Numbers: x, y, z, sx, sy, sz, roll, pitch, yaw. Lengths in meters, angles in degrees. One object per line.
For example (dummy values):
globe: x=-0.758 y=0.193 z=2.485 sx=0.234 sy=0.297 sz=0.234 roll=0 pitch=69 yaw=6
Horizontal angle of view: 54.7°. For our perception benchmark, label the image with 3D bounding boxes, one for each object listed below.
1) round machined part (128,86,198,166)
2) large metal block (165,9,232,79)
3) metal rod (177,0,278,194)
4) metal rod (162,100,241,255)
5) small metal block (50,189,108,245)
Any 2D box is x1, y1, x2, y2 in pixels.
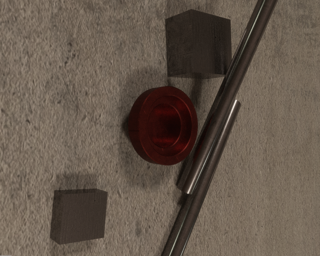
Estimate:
round machined part: x=0.000 y=-0.003 z=0.395 sx=0.099 sy=0.042 sz=0.097 roll=0 pitch=90 yaw=-40
large metal block: x=0.056 y=-0.113 z=0.437 sx=0.081 sy=0.050 sz=0.079 roll=-4 pitch=93 yaw=-40
metal rod: x=0.094 y=-0.049 z=0.430 sx=0.025 sy=0.025 sz=0.299 roll=21 pitch=94 yaw=-39
metal rod: x=0.060 y=0.086 z=0.457 sx=0.025 sy=0.025 sz=0.300 roll=40 pitch=66 yaw=-33
small metal block: x=-0.087 y=0.093 z=0.334 sx=0.050 sy=0.025 sz=0.050 roll=7 pitch=86 yaw=-40
